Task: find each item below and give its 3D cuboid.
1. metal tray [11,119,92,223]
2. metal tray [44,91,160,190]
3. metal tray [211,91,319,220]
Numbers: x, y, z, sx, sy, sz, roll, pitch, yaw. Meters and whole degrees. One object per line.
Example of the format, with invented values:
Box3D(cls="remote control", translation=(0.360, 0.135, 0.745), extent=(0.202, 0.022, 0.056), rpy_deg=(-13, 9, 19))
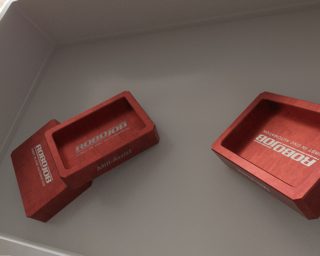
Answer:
Box3D(cls="metal tray", translation=(-0.162, 0.058, 0.453), extent=(0.090, 0.030, 0.130), rpy_deg=(-39, 51, 1))
Box3D(cls="metal tray", translation=(-0.078, 0.012, 0.414), extent=(0.131, 0.030, 0.090), rpy_deg=(-29, 50, -11))
Box3D(cls="metal tray", translation=(0.119, 0.016, 0.297), extent=(0.090, 0.030, 0.130), rpy_deg=(-46, 27, -4))
